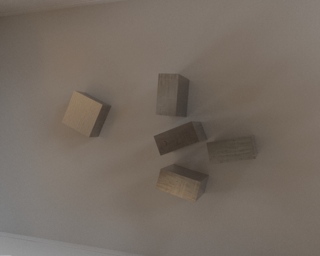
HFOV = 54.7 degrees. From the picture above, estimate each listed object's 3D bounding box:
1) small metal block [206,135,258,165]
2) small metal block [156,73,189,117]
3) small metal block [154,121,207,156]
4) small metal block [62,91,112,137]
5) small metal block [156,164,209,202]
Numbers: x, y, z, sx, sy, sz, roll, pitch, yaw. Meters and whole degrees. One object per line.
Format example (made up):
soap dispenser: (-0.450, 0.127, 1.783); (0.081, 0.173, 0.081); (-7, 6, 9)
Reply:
small metal block: (0.087, 0.025, 0.366); (0.050, 0.050, 0.025); (-10, 87, 19)
small metal block: (0.017, -0.040, 0.391); (0.025, 0.050, 0.050); (5, 92, 20)
small metal block: (0.027, 0.012, 0.387); (0.050, 0.050, 0.025); (-22, 83, 18)
small metal block: (-0.106, -0.020, 0.446); (0.050, 0.025, 0.050); (27, 99, 17)
small metal block: (0.029, 0.067, 0.386); (0.050, 0.050, 0.025); (16, 96, 19)
